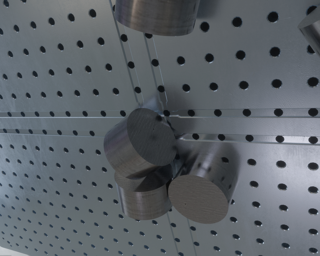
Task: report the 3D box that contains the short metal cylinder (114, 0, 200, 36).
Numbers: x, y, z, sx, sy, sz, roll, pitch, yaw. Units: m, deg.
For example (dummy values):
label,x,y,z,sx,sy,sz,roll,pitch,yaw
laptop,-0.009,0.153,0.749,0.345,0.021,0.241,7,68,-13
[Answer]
label,x,y,z,sx,sy,sz,roll,pitch,yaw
short metal cylinder,-0.001,-0.128,0.297,0.080,0.080,0.050,22,127,14

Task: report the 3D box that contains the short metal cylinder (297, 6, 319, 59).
label,x,y,z,sx,sy,sz,roll,pitch,yaw
short metal cylinder,0.158,-0.084,0.240,0.080,0.080,0.050,-33,100,38

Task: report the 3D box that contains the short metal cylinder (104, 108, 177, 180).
label,x,y,z,sx,sy,sz,roll,pitch,yaw
short metal cylinder,-0.025,0.021,0.402,0.050,0.080,0.080,-34,99,38

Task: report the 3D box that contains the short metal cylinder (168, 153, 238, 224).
label,x,y,z,sx,sy,sz,roll,pitch,yaw
short metal cylinder,0.058,0.080,0.414,0.080,0.050,0.079,13,124,21

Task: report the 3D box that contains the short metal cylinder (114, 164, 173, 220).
label,x,y,z,sx,sy,sz,roll,pitch,yaw
short metal cylinder,-0.021,0.082,0.438,0.080,0.080,0.050,10,123,23
